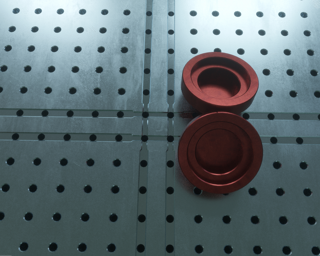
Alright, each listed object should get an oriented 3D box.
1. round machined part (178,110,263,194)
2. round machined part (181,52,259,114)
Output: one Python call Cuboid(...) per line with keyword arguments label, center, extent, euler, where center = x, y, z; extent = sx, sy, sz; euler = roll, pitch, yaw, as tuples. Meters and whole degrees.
Cuboid(label="round machined part", center=(0.071, 0.027, 0.380), extent=(0.098, 0.042, 0.097), euler=(0, 98, 3))
Cuboid(label="round machined part", center=(0.077, -0.053, 0.414), extent=(0.099, 0.042, 0.098), euler=(2, 54, -2))
